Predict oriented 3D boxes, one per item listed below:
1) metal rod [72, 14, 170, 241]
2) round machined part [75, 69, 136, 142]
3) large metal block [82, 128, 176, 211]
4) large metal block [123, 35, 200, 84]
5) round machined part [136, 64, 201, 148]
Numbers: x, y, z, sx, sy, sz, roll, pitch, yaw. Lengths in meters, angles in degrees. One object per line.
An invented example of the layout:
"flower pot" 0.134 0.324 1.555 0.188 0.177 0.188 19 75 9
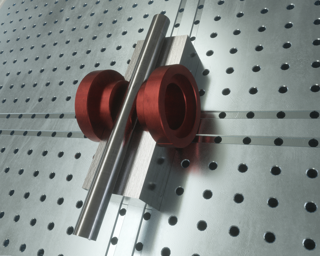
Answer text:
"metal rod" -0.038 -0.019 0.376 0.025 0.025 0.300 3 63 29
"round machined part" -0.062 -0.028 0.410 0.042 0.098 0.098 2 63 29
"large metal block" -0.036 0.049 0.380 0.080 0.050 0.080 3 63 29
"large metal block" 0.003 -0.081 0.440 0.080 0.050 0.080 2 63 29
"round machined part" 0.008 -0.025 0.372 0.042 0.098 0.098 -1 61 33
